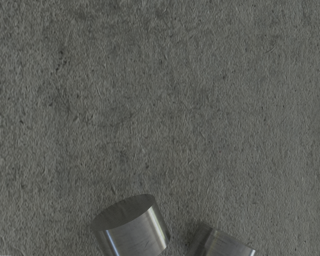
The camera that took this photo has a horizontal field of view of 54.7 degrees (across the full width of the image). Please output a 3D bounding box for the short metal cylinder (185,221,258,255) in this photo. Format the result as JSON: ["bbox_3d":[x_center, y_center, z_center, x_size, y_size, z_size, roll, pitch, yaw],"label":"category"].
[{"bbox_3d":[0.080,0.166,0.410,0.080,0.080,0.050,31,80,-18],"label":"short metal cylinder"}]

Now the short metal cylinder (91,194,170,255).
[{"bbox_3d":[-0.034,0.120,0.367,0.081,0.080,0.050,-24,98,-18],"label":"short metal cylinder"}]
